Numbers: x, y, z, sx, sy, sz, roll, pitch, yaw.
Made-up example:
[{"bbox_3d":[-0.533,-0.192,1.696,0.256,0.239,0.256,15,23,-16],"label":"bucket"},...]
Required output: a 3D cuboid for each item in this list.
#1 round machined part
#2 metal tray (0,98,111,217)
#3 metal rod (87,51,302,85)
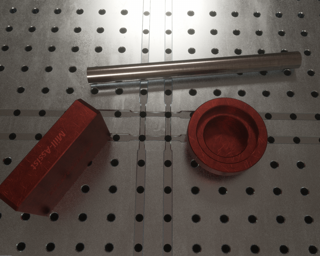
[{"bbox_3d":[0.083,0.014,0.399,0.099,0.042,0.098,0,70,-1],"label":"round machined part"},{"bbox_3d":[-0.115,0.038,0.362,0.030,0.090,0.130,34,73,11],"label":"metal tray"},{"bbox_3d":[0.050,-0.086,0.443,0.302,0.025,0.025,-5,70,-3],"label":"metal rod"}]
